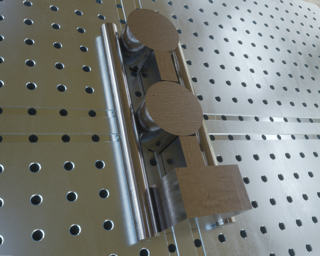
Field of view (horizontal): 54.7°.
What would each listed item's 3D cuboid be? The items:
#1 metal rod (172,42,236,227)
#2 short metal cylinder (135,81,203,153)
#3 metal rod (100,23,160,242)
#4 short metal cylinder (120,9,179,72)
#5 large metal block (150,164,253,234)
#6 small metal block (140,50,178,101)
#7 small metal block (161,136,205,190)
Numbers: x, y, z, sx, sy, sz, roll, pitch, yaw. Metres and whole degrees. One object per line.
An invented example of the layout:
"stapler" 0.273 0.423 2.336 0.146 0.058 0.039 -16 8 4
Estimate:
"metal rod" 0.049 -0.014 0.442 0.025 0.025 0.299 1 61 -28
"short metal cylinder" 0.009 -0.014 0.405 0.081 0.050 0.080 14 56 -21
"metal rod" -0.044 -0.014 0.392 0.025 0.025 0.299 1 61 -28
"short metal cylinder" -0.019 -0.129 0.460 0.081 0.050 0.080 14 56 -21
"large metal block" 0.039 0.080 0.345 0.081 0.080 0.050 1 62 -28
"small metal block" -0.003 -0.072 0.433 0.025 0.050 0.050 1 62 -28
"small metal block" 0.028 0.043 0.380 0.025 0.050 0.050 0 62 -28
